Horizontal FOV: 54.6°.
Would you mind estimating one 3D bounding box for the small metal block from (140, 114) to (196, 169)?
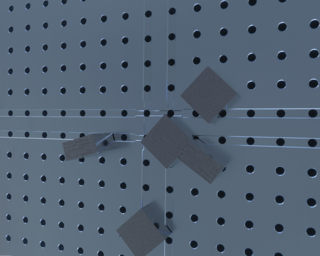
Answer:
[{"bbox_3d":[0.012,0.017,0.409,0.050,0.025,0.050,45,104,14],"label":"small metal block"}]

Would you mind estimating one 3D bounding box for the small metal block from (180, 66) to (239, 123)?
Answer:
[{"bbox_3d":[0.063,-0.041,0.391,0.050,0.025,0.050,47,104,14],"label":"small metal block"}]

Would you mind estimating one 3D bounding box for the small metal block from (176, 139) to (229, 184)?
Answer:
[{"bbox_3d":[0.054,0.039,0.381,0.050,0.050,0.025,37,102,16],"label":"small metal block"}]

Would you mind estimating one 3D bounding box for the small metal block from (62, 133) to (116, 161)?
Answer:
[{"bbox_3d":[-0.098,0.026,0.435,0.050,0.050,0.025,-16,85,19],"label":"small metal block"}]

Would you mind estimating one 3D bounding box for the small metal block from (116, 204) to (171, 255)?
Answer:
[{"bbox_3d":[-0.022,0.141,0.421,0.050,0.025,0.050,-44,77,15],"label":"small metal block"}]
